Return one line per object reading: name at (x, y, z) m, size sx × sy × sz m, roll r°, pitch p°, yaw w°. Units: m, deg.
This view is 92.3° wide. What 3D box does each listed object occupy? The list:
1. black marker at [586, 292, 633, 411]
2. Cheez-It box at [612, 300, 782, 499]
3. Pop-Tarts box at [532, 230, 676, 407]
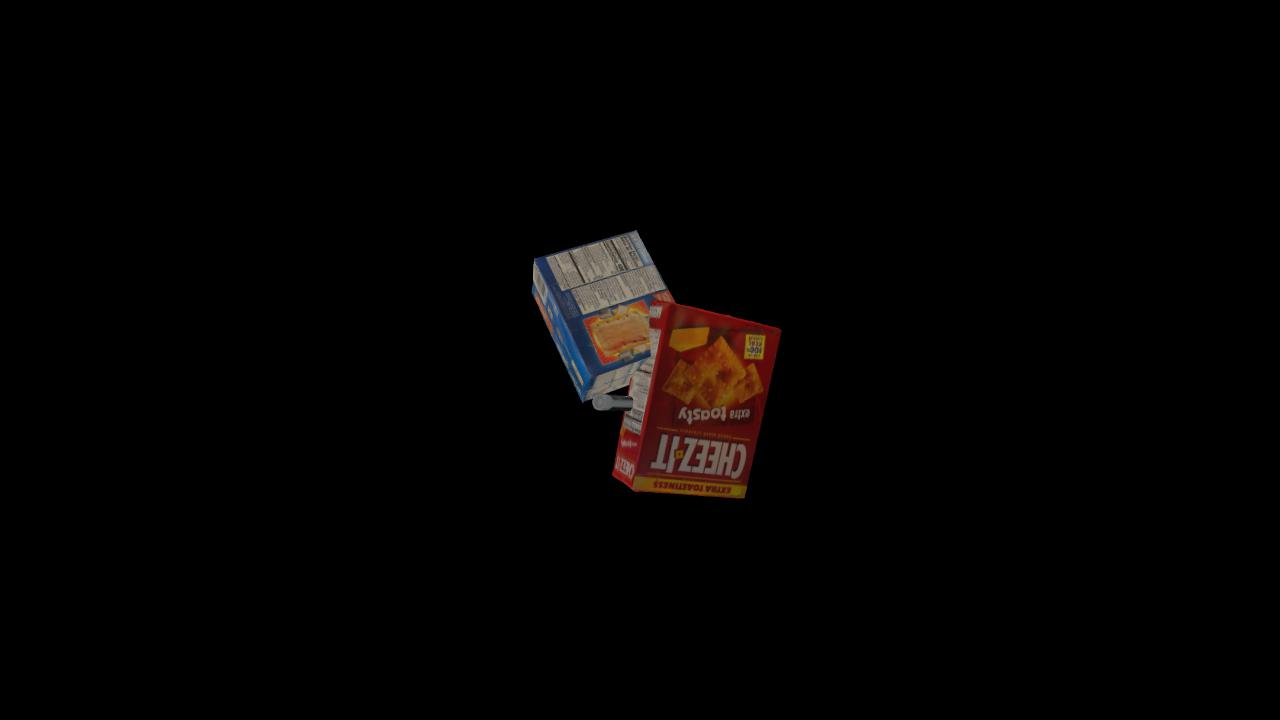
black marker at (-0.016, 0.051, 0.726) m, size 0.020 × 0.020 × 0.121 m, roll 0°, pitch -5°, yaw 28°
Cheez-It box at (0.069, 0.051, 0.755) m, size 0.166 × 0.223 × 0.071 m, roll 11°, pitch 2°, yaw -26°
Pop-Tarts box at (-0.037, -0.056, 0.761) m, size 0.141 × 0.167 × 0.083 m, roll -20°, pitch -18°, yaw -20°
